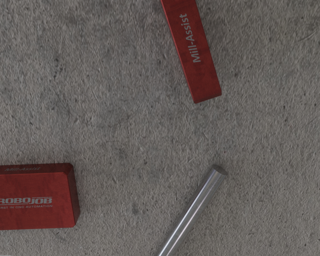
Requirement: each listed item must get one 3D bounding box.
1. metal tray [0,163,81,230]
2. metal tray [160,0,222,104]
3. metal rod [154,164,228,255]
[{"bbox_3d":[-0.187,0.098,0.442,0.131,0.030,0.089,-2,110,0],"label":"metal tray"},{"bbox_3d":[0.029,-0.100,0.338,0.030,0.090,0.129,-18,109,7],"label":"metal tray"},{"bbox_3d":[0.015,0.183,0.477,0.025,0.025,0.298,26,108,-9],"label":"metal rod"}]
